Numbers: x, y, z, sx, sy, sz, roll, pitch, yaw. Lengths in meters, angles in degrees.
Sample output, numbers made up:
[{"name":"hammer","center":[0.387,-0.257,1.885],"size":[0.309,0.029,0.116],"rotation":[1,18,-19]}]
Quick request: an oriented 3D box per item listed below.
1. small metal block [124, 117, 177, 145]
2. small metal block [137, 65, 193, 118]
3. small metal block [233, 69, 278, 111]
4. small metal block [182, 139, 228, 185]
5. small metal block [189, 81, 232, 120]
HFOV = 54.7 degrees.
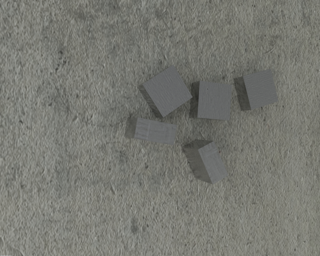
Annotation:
[{"name":"small metal block","center":[-0.013,0.004,0.391],"size":[0.050,0.050,0.025],"rotation":[11,87,-20]},{"name":"small metal block","center":[0.007,-0.048,0.411],"size":[0.050,0.025,0.050],"rotation":[-35,102,-17]},{"name":"small metal block","center":[0.143,-0.057,0.461],"size":[0.050,0.025,0.050],"rotation":[-17,96,-19]},{"name":"small metal block","center":[0.059,0.044,0.418],"size":[0.025,0.050,0.050],"rotation":[-27,99,-18]},{"name":"small metal block","center":[0.071,-0.037,0.435],"size":[0.050,0.025,0.050],"rotation":[4,89,-20]}]
